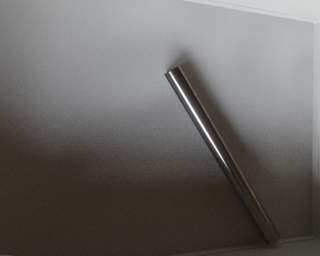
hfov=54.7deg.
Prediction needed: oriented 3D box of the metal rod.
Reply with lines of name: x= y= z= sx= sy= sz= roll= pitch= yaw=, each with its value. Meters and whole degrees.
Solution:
metal rod: x=0.095 y=0.045 z=0.447 sx=0.025 sy=0.025 sz=0.299 roll=-36 pitch=102 yaw=-17
